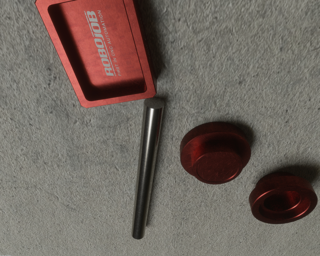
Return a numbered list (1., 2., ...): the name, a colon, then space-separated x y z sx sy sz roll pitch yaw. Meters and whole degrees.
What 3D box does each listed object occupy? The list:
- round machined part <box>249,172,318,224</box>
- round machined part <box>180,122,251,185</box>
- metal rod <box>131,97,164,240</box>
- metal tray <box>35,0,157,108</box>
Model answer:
1. round machined part: 0.190 0.106 0.489 0.099 0.042 0.097 0 130 0
2. round machined part: 0.078 0.042 0.433 0.099 0.042 0.097 0 130 0
3. metal rod: -0.024 0.082 0.476 0.025 0.025 0.298 5 130 -4
4. metal tray: -0.060 -0.086 0.329 0.090 0.030 0.129 -9 130 7
